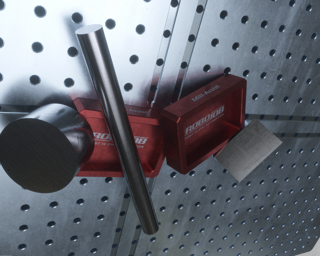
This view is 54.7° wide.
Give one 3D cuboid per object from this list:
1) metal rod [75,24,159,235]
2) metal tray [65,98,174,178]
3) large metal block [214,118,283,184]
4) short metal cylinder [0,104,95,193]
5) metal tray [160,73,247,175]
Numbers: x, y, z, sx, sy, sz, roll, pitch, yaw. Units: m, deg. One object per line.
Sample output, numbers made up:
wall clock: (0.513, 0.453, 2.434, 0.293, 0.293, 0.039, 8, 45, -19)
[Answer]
metal rod: (-0.039, 0.028, 0.368, 0.025, 0.025, 0.298, -23, 127, -15)
metal tray: (-0.051, 0.017, 0.390, 0.131, 0.030, 0.089, 7, 115, -32)
large metal block: (0.132, 0.038, 0.468, 0.080, 0.050, 0.080, -44, 160, 2)
short metal cylinder: (-0.115, 0.020, 0.321, 0.080, 0.050, 0.079, 3, 110, 8)
metal tray: (0.063, -0.008, 0.413, 0.131, 0.030, 0.089, -31, 131, -30)
